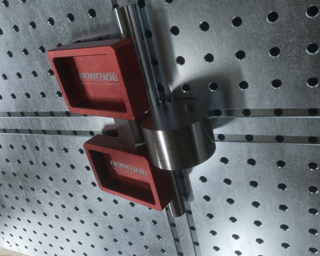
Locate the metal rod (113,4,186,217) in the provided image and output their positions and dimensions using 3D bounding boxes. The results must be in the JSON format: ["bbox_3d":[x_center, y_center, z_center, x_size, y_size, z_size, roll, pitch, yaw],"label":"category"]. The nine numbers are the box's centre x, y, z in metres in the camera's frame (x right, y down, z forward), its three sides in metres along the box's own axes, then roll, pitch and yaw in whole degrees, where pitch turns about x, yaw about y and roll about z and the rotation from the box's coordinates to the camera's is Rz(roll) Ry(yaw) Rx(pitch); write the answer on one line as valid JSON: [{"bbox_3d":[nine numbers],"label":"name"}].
[{"bbox_3d":[-0.007,-0.004,0.407,0.025,0.025,0.298,0,119,28],"label":"metal rod"}]

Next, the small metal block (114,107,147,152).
[{"bbox_3d":[-0.037,-0.002,0.411,0.050,0.025,0.050,26,136,53],"label":"small metal block"}]

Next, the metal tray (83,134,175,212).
[{"bbox_3d":[-0.047,0.061,0.448,0.130,0.030,0.089,8,123,38],"label":"metal tray"}]

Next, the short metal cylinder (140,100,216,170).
[{"bbox_3d":[0.022,0.006,0.363,0.080,0.080,0.050,0,119,28],"label":"short metal cylinder"}]

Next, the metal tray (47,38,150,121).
[{"bbox_3d":[-0.080,-0.061,0.390,0.130,0.030,0.089,8,123,39],"label":"metal tray"}]
